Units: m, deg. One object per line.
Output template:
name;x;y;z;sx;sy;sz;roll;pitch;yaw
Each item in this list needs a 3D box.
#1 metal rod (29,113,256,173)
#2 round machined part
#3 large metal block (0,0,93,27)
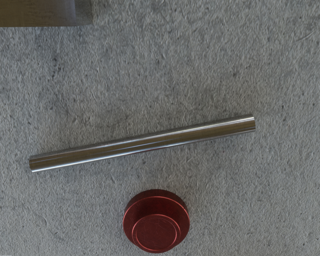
metal rod;-0.025;0.021;0.417;0.302;0.025;0.025;-11;110;3
round machined part;-0.005;0.143;0.453;0.099;0.042;0.097;0;110;-1
large metal block;-0.121;-0.135;0.329;0.081;0.080;0.050;-1;110;0
